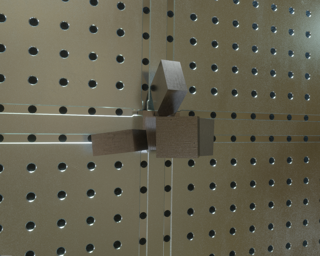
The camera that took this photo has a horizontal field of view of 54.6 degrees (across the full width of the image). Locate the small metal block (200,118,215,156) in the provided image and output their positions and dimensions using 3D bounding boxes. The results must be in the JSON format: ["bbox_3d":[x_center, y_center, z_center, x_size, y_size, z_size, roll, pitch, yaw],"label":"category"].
[{"bbox_3d":[0.049,0.012,0.419,0.050,0.025,0.050,4,88,-51],"label":"small metal block"}]

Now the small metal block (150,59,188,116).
[{"bbox_3d":[0.010,-0.049,0.392,0.025,0.050,0.050,3,53,-19],"label":"small metal block"}]

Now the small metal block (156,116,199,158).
[{"bbox_3d":[0.023,0.011,0.382,0.050,0.025,0.050,0,90,13],"label":"small metal block"}]

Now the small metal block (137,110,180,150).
[{"bbox_3d":[-0.003,0.003,0.412,0.050,0.025,0.050,3,89,-20],"label":"small metal block"}]

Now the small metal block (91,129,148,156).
[{"bbox_3d":[-0.047,0.017,0.371,0.050,0.050,0.025,-7,87,15],"label":"small metal block"}]
